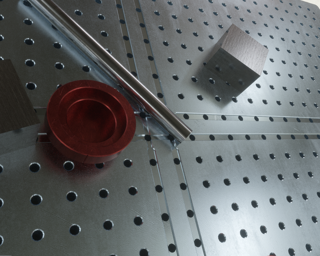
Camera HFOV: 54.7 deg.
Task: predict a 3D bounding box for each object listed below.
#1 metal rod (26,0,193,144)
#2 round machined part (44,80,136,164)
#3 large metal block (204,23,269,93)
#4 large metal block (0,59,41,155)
[{"bbox_3d":[-0.074,-0.090,0.422,0.300,0.025,0.025,43,51,1],"label":"metal rod"},{"bbox_3d":[-0.081,-0.004,0.356,0.099,0.042,0.098,14,56,-21],"label":"round machined part"},{"bbox_3d":[0.134,-0.122,0.538,0.080,0.050,0.080,34,51,-6],"label":"large metal block"},{"bbox_3d":[-0.177,-0.016,0.306,0.081,0.050,0.080,-20,73,-36],"label":"large metal block"}]
